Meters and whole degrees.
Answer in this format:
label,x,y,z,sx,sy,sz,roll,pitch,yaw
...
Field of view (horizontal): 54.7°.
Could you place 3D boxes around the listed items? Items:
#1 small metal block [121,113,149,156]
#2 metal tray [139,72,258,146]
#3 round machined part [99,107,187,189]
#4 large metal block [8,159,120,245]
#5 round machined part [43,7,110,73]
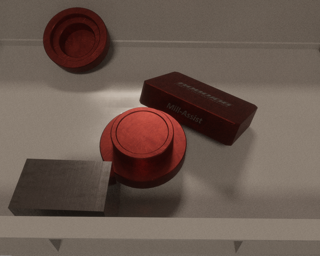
label,x,y,z,sx,sy,sz,roll,pitch,yaw
small metal block,-0.029,0.009,0.397,0.050,0.025,0.050,5,50,4
metal tray,0.051,-0.031,0.405,0.130,0.030,0.091,27,29,21
round machined part,-0.019,0.015,0.350,0.099,0.042,0.098,0,55,0
large metal block,-0.086,0.075,0.306,0.081,0.080,0.050,2,50,1
round machined part,-0.127,-0.134,0.487,0.099,0.042,0.097,0,82,3
